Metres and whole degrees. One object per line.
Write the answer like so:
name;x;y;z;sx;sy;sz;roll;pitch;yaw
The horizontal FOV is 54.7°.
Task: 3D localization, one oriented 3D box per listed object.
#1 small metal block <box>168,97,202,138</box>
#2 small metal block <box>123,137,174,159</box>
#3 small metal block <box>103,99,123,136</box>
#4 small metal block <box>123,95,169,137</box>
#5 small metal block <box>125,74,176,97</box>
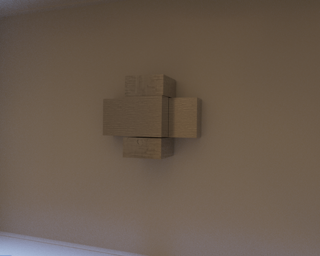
small metal block;0.026;-0.013;0.400;0.050;0.025;0.050;1;90;19
small metal block;-0.014;0.024;0.399;0.050;0.050;0.025;1;91;20
small metal block;-0.050;-0.014;0.426;0.050;0.025;0.050;1;90;20
small metal block;-0.017;-0.014;0.387;0.050;0.025;0.050;1;90;19
small metal block;-0.011;-0.052;0.399;0.050;0.050;0.025;1;91;20
